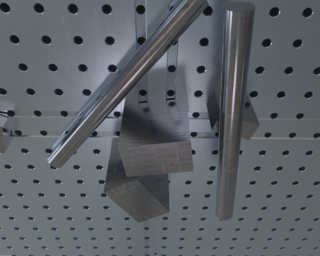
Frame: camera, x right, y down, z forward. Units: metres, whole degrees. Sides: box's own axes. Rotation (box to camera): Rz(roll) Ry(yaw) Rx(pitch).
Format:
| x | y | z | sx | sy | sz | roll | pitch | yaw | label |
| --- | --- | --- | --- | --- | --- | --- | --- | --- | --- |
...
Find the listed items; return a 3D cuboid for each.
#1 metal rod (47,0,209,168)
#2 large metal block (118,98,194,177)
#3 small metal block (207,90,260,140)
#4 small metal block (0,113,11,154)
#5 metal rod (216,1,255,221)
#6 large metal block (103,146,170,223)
| x | y | z | sx | sy | sz | roll | pitch | yaw | label |
| --- | --- | --- | --- | --- | --- | --- | --- | --- | --- |
| -0.056 | -0.041 | 0.376 | 0.025 | 0.025 | 0.299 | 32 | 123 | -24 | metal rod |
| -0.003 | 0.011 | 0.384 | 0.080 | 0.080 | 0.050 | -6 | 130 | 5 | large metal block |
| 0.089 | -0.016 | 0.382 | 0.050 | 0.050 | 0.025 | 15 | 129 | -12 | small metal block |
| -0.230 | 0.004 | 0.413 | 0.050 | 0.025 | 0.050 | 12 | 129 | -10 | small metal block |
| 0.080 | 0.011 | 0.355 | 0.025 | 0.025 | 0.298 | -4 | 130 | 3 | metal rod |
| -0.029 | 0.072 | 0.437 | 0.050 | 0.080 | 0.080 | -25 | 126 | 19 | large metal block |
